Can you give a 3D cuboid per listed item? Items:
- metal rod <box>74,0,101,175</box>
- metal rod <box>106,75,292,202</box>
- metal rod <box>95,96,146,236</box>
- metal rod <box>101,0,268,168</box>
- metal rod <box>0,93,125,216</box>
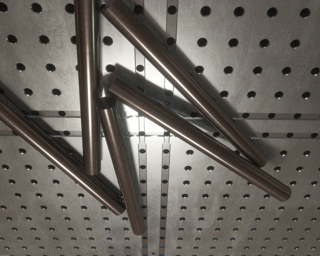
[{"bbox_3d":[-0.083,-0.052,0.366,0.025,0.025,0.298,5,130,-5],"label":"metal rod"},{"bbox_3d":[0.064,0.023,0.413,0.301,0.025,0.025,32,123,-18],"label":"metal rod"},{"bbox_3d":[-0.051,0.078,0.468,0.025,0.025,0.298,-4,133,3],"label":"metal rod"},{"bbox_3d":[0.049,-0.037,0.380,0.025,0.025,0.300,-34,123,25],"label":"metal rod"},{"bbox_3d":[-0.145,0.041,0.444,0.025,0.025,0.300,-25,126,19],"label":"metal rod"}]
